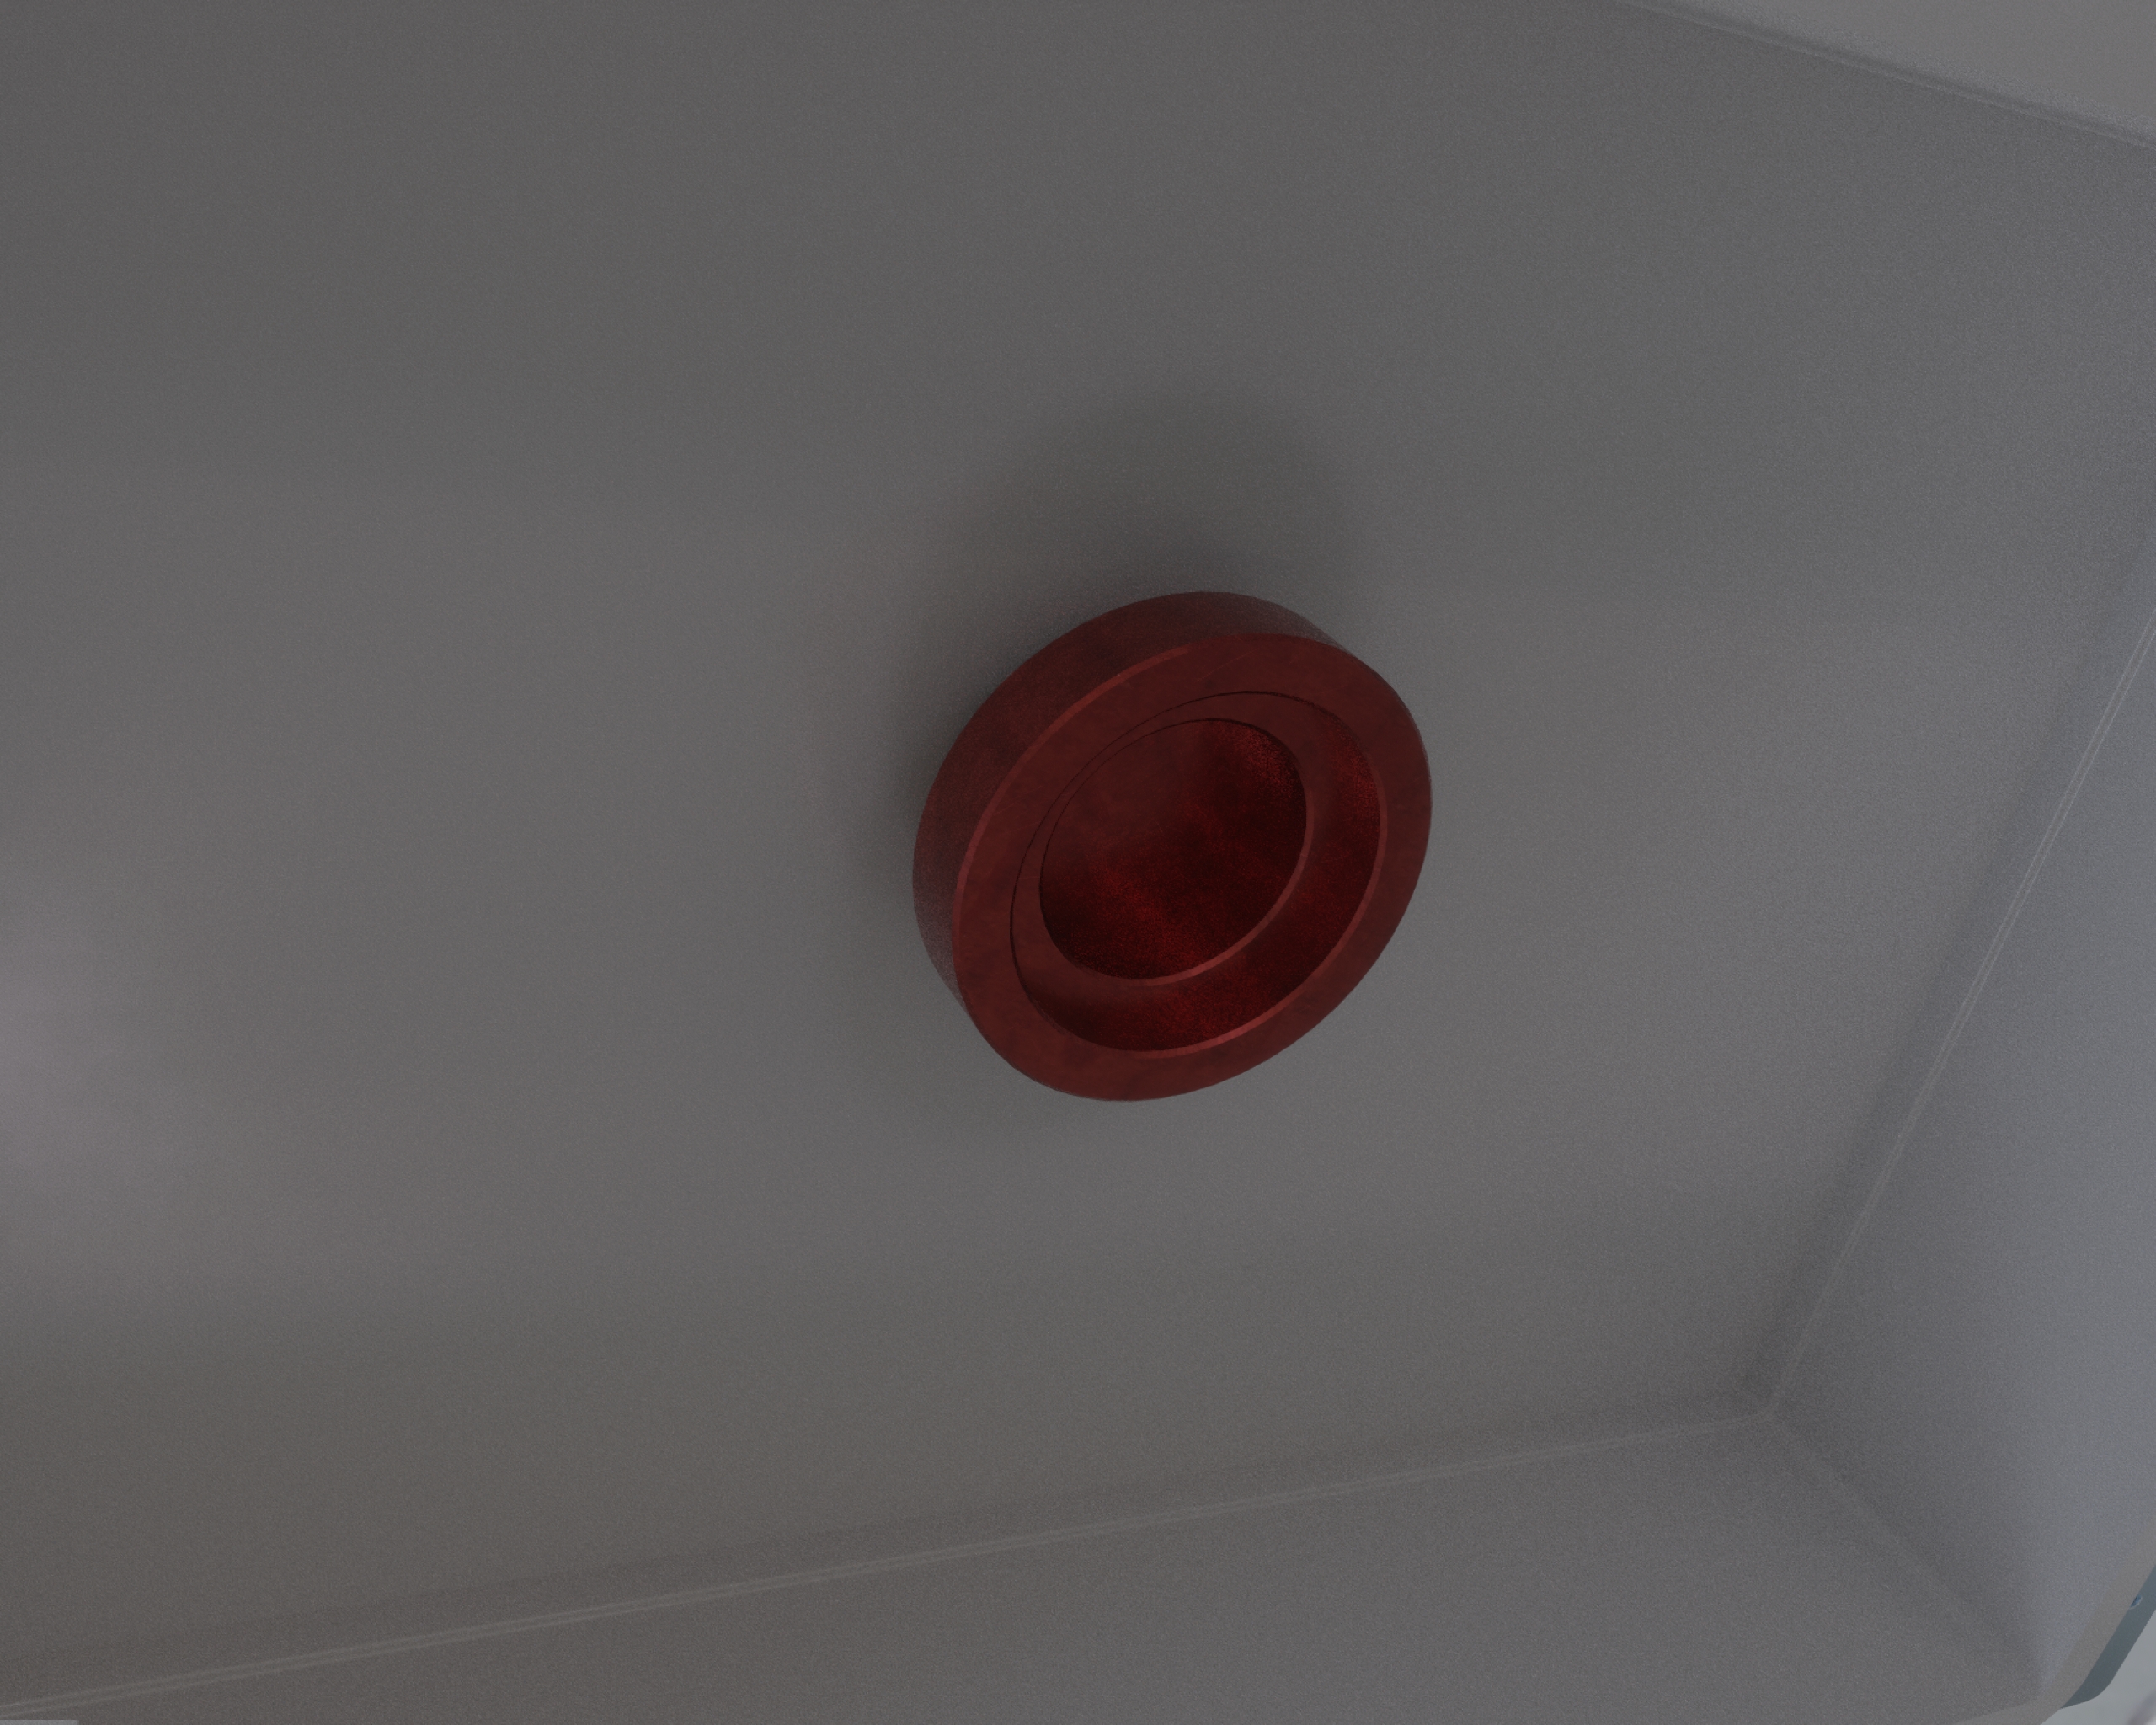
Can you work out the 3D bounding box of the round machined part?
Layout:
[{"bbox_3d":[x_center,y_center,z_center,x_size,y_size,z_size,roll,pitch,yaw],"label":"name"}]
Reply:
[{"bbox_3d":[0.014,-0.006,0.397,0.099,0.042,0.097,-14,124,-21],"label":"round machined part"}]
